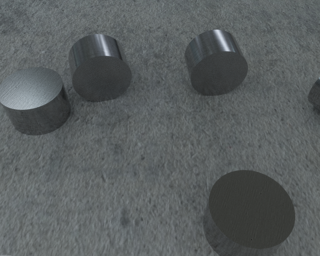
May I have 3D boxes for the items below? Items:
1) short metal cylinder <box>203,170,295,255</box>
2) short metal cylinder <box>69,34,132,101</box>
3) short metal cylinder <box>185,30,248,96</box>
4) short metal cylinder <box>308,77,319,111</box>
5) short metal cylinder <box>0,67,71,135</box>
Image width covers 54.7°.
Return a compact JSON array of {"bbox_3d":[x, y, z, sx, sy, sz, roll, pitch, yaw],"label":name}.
[{"bbox_3d":[0.087,0.090,0.313,0.081,0.050,0.080,0,50,0],"label":"short metal cylinder"},{"bbox_3d":[-0.085,-0.084,0.437,0.081,0.080,0.050,-12,52,-11],"label":"short metal cylinder"},{"bbox_3d":[0.080,-0.093,0.447,0.081,0.080,0.050,-5,51,-5],"label":"short metal cylinder"},{"bbox_3d":[0.248,-0.047,0.411,0.081,0.080,0.050,-21,53,-17],"label":"short metal cylinder"},{"bbox_3d":[-0.166,-0.037,0.416,0.081,0.050,0.080,0,50,0],"label":"short metal cylinder"}]
